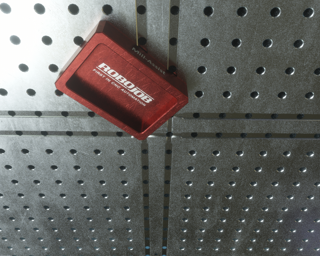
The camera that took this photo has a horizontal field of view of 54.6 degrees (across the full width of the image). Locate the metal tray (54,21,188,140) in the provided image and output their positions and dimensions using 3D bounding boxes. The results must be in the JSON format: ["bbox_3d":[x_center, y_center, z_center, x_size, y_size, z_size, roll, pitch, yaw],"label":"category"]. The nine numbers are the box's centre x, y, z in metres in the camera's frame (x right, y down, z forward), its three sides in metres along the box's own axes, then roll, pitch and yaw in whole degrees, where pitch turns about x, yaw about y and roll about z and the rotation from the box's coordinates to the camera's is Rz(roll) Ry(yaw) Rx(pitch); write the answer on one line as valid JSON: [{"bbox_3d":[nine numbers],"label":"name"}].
[{"bbox_3d":[-0.042,-0.049,0.365,0.130,0.030,0.090,34,122,-26],"label":"metal tray"}]
